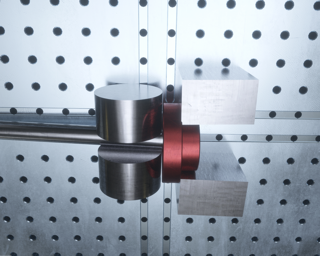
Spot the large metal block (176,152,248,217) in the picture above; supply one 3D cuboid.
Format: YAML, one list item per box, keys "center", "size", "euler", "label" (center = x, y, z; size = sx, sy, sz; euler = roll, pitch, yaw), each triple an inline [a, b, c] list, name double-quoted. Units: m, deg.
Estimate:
- center: [0.063, 0.071, 0.412]
  size: [0.081, 0.080, 0.050]
  euler: [3, 110, -1]
  label: "large metal block"

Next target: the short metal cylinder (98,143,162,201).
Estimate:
- center: [-0.038, 0.050, 0.401]
  size: [0.081, 0.080, 0.050]
  euler: [1, 111, -1]
  label: "short metal cylinder"

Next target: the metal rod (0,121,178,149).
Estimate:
- center: [-0.121, 0.007, 0.402]
  size: [0.302, 0.025, 0.025]
  euler: [3, 110, 3]
  label: "metal rod"

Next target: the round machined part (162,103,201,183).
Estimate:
- center: [0.024, 0.018, 0.381]
  size: [0.042, 0.098, 0.097]
  euler: [1, 110, 0]
  label: "round machined part"

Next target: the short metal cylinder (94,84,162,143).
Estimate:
- center: [-0.038, -0.020, 0.376]
  size: [0.081, 0.080, 0.050]
  euler: [1, 111, -1]
  label: "short metal cylinder"

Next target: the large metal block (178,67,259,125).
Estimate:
- center: [0.064, -0.041, 0.370]
  size: [0.081, 0.080, 0.050]
  euler: [0, 110, 0]
  label: "large metal block"
